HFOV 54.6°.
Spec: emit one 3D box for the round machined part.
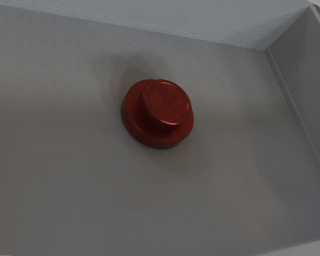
[{"bbox_3d":[0.002,-0.025,0.407,0.099,0.042,0.098,13,56,-21],"label":"round machined part"}]
